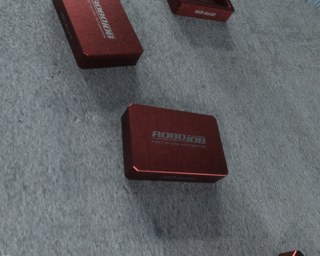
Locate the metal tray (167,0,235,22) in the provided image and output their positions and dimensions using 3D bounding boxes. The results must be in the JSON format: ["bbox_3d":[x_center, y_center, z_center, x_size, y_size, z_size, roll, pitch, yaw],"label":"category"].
[{"bbox_3d":[0.072,-0.255,0.597,0.131,0.030,0.090,-4,64,-30],"label":"metal tray"}]

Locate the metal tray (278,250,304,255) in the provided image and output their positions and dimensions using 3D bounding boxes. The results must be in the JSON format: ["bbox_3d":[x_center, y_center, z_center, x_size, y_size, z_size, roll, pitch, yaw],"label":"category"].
[{"bbox_3d":[0.152,0.219,0.351,0.090,0.030,0.131,50,51,6],"label":"metal tray"}]

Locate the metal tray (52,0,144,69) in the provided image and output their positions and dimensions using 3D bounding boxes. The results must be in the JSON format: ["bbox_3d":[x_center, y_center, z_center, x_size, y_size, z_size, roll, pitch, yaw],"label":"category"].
[{"bbox_3d":[-0.090,-0.147,0.443,0.091,0.030,0.130,-12,68,-34],"label":"metal tray"}]

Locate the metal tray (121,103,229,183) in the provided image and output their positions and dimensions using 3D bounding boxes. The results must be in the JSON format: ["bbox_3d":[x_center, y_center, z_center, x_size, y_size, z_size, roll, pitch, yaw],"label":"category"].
[{"bbox_3d":[0.019,0.022,0.399,0.131,0.030,0.090,7,59,-25],"label":"metal tray"}]
